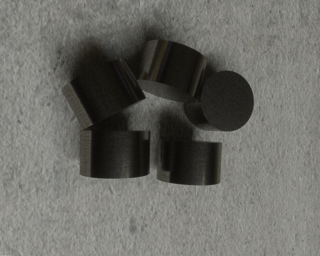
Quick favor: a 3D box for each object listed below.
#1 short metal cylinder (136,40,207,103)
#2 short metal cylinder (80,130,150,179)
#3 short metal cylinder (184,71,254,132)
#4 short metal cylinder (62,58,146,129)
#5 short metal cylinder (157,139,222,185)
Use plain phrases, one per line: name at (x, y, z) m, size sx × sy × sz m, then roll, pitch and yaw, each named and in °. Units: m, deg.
short metal cylinder at (0.013, -0.068, 0.385) m, size 0.081 × 0.080 × 0.050 m, roll 19°, pitch 84°, yaw -20°
short metal cylinder at (-0.052, 0.028, 0.361) m, size 0.081 × 0.080 × 0.050 m, roll 1°, pitch 90°, yaw -20°
short metal cylinder at (0.080, -0.035, 0.427) m, size 0.081 × 0.050 × 0.079 m, roll 0°, pitch 90°, yaw -21°
short metal cylinder at (-0.063, -0.038, 0.355) m, size 0.080 × 0.080 × 0.050 m, roll -29°, pitch 94°, yaw -18°
short metal cylinder at (0.037, 0.041, 0.395) m, size 0.081 × 0.080 × 0.050 m, roll 3°, pitch 89°, yaw -20°
